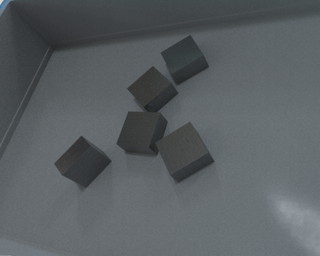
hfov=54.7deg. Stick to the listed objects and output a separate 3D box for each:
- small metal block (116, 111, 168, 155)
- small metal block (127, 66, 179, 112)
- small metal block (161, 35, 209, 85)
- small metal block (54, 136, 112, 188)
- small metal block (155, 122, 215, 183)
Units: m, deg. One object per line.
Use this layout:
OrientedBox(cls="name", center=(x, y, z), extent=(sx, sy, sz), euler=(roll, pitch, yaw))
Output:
OrientedBox(cls="small metal block", center=(-0.023, 0.006, 0.413), extent=(0.050, 0.025, 0.050), euler=(4, 63, 29))
OrientedBox(cls="small metal block", center=(-0.011, -0.053, 0.443), extent=(0.050, 0.025, 0.050), euler=(-41, 51, -1))
OrientedBox(cls="small metal block", center=(0.035, -0.099, 0.447), extent=(0.050, 0.025, 0.050), euler=(-29, 52, 9))
OrientedBox(cls="small metal block", center=(-0.102, 0.046, 0.413), extent=(0.050, 0.050, 0.025), euler=(-47, 52, -5))
OrientedBox(cls="small metal block", center=(0.029, 0.029, 0.372), extent=(0.050, 0.025, 0.050), euler=(-32, 52, 7))
